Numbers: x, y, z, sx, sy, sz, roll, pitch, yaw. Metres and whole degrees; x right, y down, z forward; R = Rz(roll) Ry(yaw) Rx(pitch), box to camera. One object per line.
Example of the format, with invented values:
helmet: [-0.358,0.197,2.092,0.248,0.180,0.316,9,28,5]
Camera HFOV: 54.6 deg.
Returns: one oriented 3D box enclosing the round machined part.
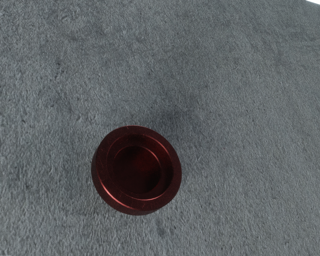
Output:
round machined part: [-0.028,0.049,0.347,0.099,0.042,0.098,13,56,-21]
